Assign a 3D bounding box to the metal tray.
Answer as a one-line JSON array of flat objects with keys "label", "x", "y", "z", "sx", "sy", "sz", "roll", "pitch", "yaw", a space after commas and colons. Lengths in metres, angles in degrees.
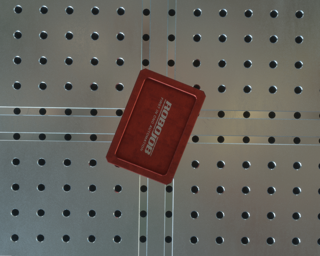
[{"label": "metal tray", "x": -0.005, "y": -0.002, "z": 0.411, "sx": 0.090, "sy": 0.030, "sz": 0.129, "roll": 22, "pitch": 90, "yaw": -1}]
